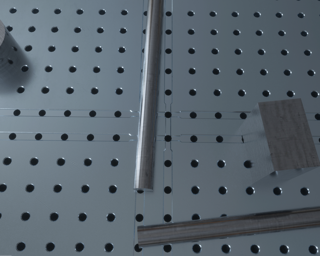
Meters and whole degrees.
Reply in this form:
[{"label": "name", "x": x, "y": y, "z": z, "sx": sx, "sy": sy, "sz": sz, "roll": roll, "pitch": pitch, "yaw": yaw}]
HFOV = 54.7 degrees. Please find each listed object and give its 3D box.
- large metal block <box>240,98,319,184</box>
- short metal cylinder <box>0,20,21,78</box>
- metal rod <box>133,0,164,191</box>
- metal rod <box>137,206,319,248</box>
[{"label": "large metal block", "x": 0.141, "y": 0.019, "z": 0.377, "sx": 0.050, "sy": 0.080, "sz": 0.080, "roll": -6, "pitch": 70, "yaw": -2}, {"label": "short metal cylinder", "x": -0.248, "y": -0.115, "z": 0.437, "sx": 0.081, "sy": 0.050, "sz": 0.080, "roll": 0, "pitch": 70, "yaw": 0}, {"label": "metal rod", "x": -0.013, "y": -0.064, "z": 0.434, "sx": 0.025, "sy": 0.025, "sz": 0.299, "roll": 3, "pitch": 70, "yaw": 1}, {"label": "metal rod", "x": 0.125, "y": 0.114, "z": 0.371, "sx": 0.302, "sy": 0.025, "sz": 0.025, "roll": -6, "pitch": 70, "yaw": -3}]
